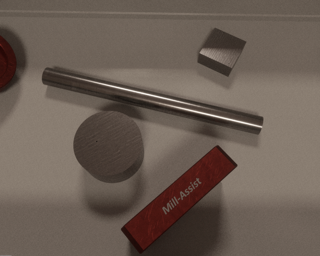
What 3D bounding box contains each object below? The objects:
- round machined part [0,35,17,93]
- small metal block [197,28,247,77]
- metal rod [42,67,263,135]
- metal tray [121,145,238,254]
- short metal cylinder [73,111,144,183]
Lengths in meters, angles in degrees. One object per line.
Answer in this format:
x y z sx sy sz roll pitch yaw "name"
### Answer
-0.249 -0.085 0.413 0.099 0.042 0.098 13 67 -32 "round machined part"
0.090 -0.110 0.451 0.050 0.025 0.050 28 72 9 "small metal block"
-0.013 -0.038 0.423 0.302 0.025 0.025 13 71 4 "metal rod"
0.021 0.081 0.345 0.130 0.090 0.030 -39 75 -13 "metal tray"
-0.061 0.025 0.387 0.081 0.050 0.080 0 70 0 "short metal cylinder"
